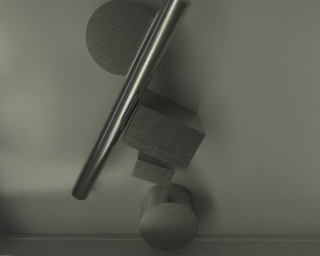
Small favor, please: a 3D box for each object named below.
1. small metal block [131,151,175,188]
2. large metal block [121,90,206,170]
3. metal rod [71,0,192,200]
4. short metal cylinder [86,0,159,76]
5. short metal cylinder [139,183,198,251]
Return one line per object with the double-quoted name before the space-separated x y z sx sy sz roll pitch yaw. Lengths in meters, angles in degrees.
"small metal block" -0.009 0.049 0.416 0.050 0.050 0.025 19 109 -7
"large metal block" 0.004 -0.002 0.381 0.080 0.080 0.050 24 108 -9
"metal rod" -0.048 -0.014 0.367 0.025 0.025 0.298 26 122 -10
"short metal cylinder" -0.040 -0.105 0.359 0.081 0.050 0.079 0 110 -1
"short metal cylinder" 0.012 0.127 0.445 0.081 0.050 0.079 0 110 -1
